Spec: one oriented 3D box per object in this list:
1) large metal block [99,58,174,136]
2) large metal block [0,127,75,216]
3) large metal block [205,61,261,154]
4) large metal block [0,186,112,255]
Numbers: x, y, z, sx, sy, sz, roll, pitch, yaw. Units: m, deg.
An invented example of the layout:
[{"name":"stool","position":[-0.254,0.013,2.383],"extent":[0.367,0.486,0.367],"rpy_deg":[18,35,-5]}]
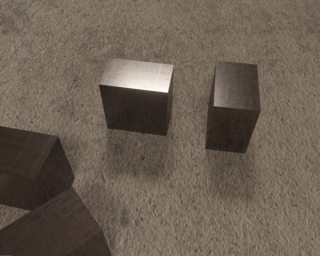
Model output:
[{"name":"large metal block","position":[-0.027,-0.039,0.400],"extent":[0.080,0.080,0.050],"rpy_deg":[7,51,6]},{"name":"large metal block","position":[-0.146,0.046,0.327],"extent":[0.080,0.080,0.050],"rpy_deg":[9,51,7]},{"name":"large metal block","position":[0.089,-0.026,0.390],"extent":[0.050,0.080,0.080],"rpy_deg":[7,50,5]},{"name":"large metal block","position":[-0.093,0.111,0.273],"extent":[0.081,0.080,0.050],"rpy_deg":[-31,57,-24]}]
